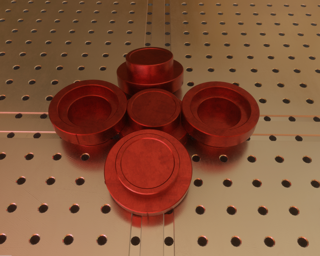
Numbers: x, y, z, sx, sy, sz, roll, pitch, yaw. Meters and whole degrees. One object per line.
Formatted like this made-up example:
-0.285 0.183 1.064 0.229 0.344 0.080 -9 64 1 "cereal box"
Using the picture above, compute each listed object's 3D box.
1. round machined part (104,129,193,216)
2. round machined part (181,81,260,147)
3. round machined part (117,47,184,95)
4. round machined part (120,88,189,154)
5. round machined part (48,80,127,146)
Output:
-0.013 0.045 0.344 0.099 0.042 0.098 0 65 0 "round machined part"
0.077 -0.014 0.408 0.099 0.042 0.098 0 50 0 "round machined part"
-0.014 -0.087 0.455 0.099 0.042 0.098 -1 36 1 "round machined part"
-0.008 -0.015 0.407 0.099 0.042 0.098 0 50 0 "round machined part"
-0.091 -0.016 0.408 0.099 0.042 0.098 0 50 0 "round machined part"
